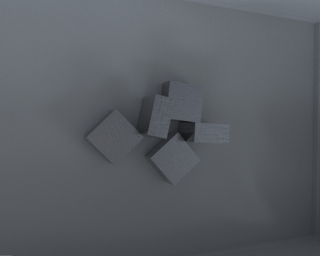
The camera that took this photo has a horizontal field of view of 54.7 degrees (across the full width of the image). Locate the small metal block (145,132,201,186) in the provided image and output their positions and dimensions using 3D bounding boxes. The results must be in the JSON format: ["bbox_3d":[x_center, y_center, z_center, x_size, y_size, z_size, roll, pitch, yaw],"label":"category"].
[{"bbox_3d":[0.017,0.041,0.416,0.050,0.025,0.050,-43,104,-15],"label":"small metal block"}]

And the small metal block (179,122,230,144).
[{"bbox_3d":[0.058,0.007,0.418,0.050,0.050,0.025,3,89,-20],"label":"small metal block"}]

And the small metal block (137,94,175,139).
[{"bbox_3d":[-0.007,-0.014,0.393,0.025,0.050,0.050,13,86,-20],"label":"small metal block"}]

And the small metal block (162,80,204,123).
[{"bbox_3d":[0.029,-0.034,0.421,0.050,0.025,0.050,7,88,-20],"label":"small metal block"}]

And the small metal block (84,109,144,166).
[{"bbox_3d":[-0.058,0.012,0.388,0.050,0.025,0.050,-47,105,-14],"label":"small metal block"}]
